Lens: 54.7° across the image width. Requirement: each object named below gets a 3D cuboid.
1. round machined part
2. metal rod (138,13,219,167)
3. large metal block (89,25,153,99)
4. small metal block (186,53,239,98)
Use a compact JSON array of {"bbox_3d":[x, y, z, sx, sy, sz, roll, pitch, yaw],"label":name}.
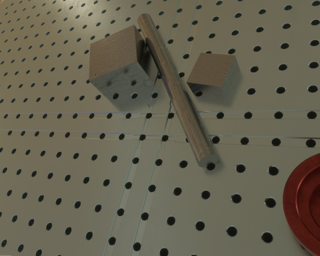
[{"bbox_3d":[0.161,0.071,0.269,0.098,0.042,0.098,-13,56,20],"label":"round machined part"},{"bbox_3d":[0.014,-0.074,0.444,0.025,0.025,0.299,-28,52,10],"label":"metal rod"},{"bbox_3d":[-0.062,-0.103,0.486,0.080,0.050,0.080,-18,55,17],"label":"large metal block"},{"bbox_3d":[0.071,-0.071,0.414,0.050,0.025,0.050,14,69,33],"label":"small metal block"}]
